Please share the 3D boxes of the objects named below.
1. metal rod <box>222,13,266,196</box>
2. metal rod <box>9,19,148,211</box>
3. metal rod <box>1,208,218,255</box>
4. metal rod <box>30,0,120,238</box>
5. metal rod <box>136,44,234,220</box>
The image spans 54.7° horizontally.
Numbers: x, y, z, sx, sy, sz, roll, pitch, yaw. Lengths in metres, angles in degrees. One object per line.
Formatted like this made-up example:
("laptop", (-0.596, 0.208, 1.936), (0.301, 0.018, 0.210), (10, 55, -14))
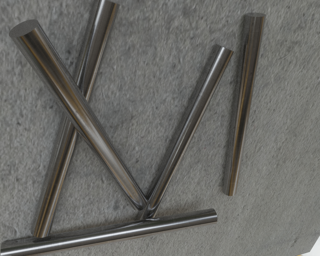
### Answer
("metal rod", (0.121, -0.015, 0.465), (0.025, 0.025, 0.298), (-14, 125, -21))
("metal rod", (-0.069, 0.016, 0.353), (0.025, 0.025, 0.299), (-31, 137, -9))
("metal rod", (-0.058, 0.150, 0.443), (0.303, 0.025, 0.025), (-4, 121, -18))
("metal rod", (-0.104, 0.005, 0.353), (0.025, 0.025, 0.298), (9, 114, -33))
("metal rod", (0.026, 0.028, 0.439), (0.025, 0.025, 0.298), (10, 113, -33))
